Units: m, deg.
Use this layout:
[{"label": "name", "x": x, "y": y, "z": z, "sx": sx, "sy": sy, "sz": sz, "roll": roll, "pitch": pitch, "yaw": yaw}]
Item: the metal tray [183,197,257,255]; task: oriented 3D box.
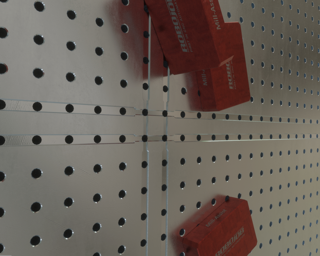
[{"label": "metal tray", "x": 0.100, "y": 0.181, "z": 0.493, "sx": 0.131, "sy": 0.030, "sz": 0.089, "roll": -28, "pitch": 108, "yaw": -37}]

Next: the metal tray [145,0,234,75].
[{"label": "metal tray", "x": 0.033, "y": -0.138, "z": 0.396, "sx": 0.030, "sy": 0.090, "sz": 0.129, "roll": -34, "pitch": 112, "yaw": -35}]

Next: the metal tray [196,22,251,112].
[{"label": "metal tray", "x": 0.098, "y": -0.098, "z": 0.490, "sx": 0.091, "sy": 0.030, "sz": 0.129, "roll": -18, "pitch": 102, "yaw": -39}]
